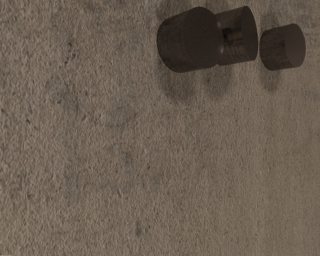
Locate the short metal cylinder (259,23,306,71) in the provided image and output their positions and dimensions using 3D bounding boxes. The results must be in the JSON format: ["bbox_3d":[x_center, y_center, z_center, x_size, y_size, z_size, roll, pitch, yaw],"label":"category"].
[{"bbox_3d":[0.233,-0.152,0.587,0.081,0.050,0.079,0,90,-40],"label":"short metal cylinder"}]

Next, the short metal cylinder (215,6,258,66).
[{"bbox_3d":[0.113,-0.139,0.472,0.080,0.050,0.080,9,80,-56],"label":"short metal cylinder"}]

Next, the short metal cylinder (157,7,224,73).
[{"bbox_3d":[0.042,-0.119,0.426,0.081,0.050,0.079,0,90,-40],"label":"short metal cylinder"}]
